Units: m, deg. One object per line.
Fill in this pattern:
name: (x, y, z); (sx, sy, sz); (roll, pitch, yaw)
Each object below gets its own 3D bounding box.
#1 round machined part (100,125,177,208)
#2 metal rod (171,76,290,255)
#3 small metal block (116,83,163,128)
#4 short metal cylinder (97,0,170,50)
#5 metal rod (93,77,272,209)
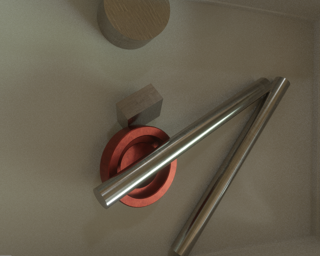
round machined part: (-0.030, 0.044, 0.382); (0.099, 0.042, 0.097); (-5, 99, -37)
metal rod: (0.108, 0.049, 0.452); (0.025, 0.025, 0.300); (38, 78, -17)
small metal block: (-0.026, -0.022, 0.385); (0.050, 0.050, 0.025); (-33, 74, -17)
short metal cylinder: (-0.034, -0.143, 0.385); (0.081, 0.050, 0.079); (0, 90, -20)
metal rod: (0.049, 0.004, 0.395); (0.302, 0.025, 0.025); (-32, 101, -31)
